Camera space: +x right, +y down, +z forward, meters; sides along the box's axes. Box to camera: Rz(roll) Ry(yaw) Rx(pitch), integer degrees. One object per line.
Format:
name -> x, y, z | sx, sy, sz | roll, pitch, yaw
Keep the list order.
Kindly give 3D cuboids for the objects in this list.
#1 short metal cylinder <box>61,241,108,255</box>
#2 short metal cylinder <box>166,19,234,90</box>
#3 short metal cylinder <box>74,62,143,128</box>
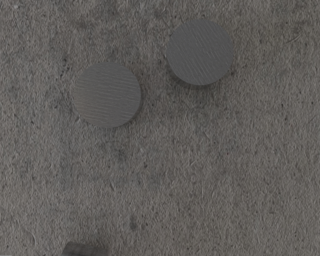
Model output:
short metal cylinder -> -0.098, 0.186, 0.382 | 0.050, 0.080, 0.080 | 13, 90, 0
short metal cylinder -> 0.048, -0.091, 0.398 | 0.081, 0.050, 0.080 | 0, 90, 0
short metal cylinder -> -0.063, -0.040, 0.397 | 0.081, 0.050, 0.080 | 0, 90, 0
